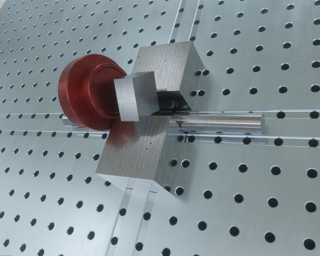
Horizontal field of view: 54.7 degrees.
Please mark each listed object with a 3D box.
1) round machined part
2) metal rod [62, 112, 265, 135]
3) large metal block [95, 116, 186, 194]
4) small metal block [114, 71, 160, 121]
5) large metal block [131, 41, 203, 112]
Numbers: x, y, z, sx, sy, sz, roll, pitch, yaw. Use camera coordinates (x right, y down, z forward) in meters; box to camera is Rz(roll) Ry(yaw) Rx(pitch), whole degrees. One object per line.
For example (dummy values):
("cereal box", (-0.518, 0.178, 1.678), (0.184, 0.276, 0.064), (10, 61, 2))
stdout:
("round machined part", (-0.073, -0.045, 0.390), (0.042, 0.098, 0.098), (-4, 59, 43))
("metal rod", (-0.015, -0.010, 0.422), (0.300, 0.025, 0.025), (2, 63, 29))
("large metal block", (-0.022, 0.031, 0.385), (0.080, 0.050, 0.080), (1, 62, 29))
("small metal block", (-0.027, -0.039, 0.374), (0.025, 0.050, 0.050), (1, 18, 29))
("large metal block", (0.008, -0.069, 0.431), (0.080, 0.050, 0.080), (1, 62, 28))
